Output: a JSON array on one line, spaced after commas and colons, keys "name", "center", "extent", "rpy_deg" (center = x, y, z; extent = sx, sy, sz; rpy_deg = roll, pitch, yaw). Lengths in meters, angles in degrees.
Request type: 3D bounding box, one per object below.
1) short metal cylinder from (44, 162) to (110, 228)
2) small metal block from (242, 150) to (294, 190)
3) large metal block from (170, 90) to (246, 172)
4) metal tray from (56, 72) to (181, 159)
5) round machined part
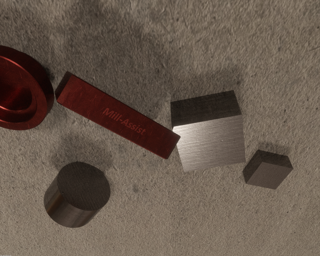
[{"name": "short metal cylinder", "center": [-0.120, 0.097, 0.452], "extent": [0.080, 0.080, 0.050], "rpy_deg": [27, 125, -21]}, {"name": "small metal block", "center": [0.160, 0.063, 0.464], "extent": [0.050, 0.025, 0.050], "rpy_deg": [13, 129, -11]}, {"name": "large metal block", "center": [0.062, 0.005, 0.396], "extent": [0.080, 0.050, 0.080], "rpy_deg": [-10, 130, 8]}, {"name": "metal tray", "center": [-0.050, -0.016, 0.349], "extent": [0.131, 0.090, 0.030], "rpy_deg": [30, 91, -23]}, {"name": "round machined part", "center": [-0.166, -0.048, 0.347], "extent": [0.099, 0.042, 0.097], "rpy_deg": [5, 129, 6]}]
